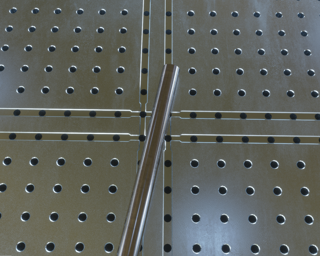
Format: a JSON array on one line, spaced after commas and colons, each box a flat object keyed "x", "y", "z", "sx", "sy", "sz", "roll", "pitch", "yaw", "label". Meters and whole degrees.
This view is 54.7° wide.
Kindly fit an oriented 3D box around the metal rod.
[{"x": -0.015, "y": 0.053, "z": 0.392, "sx": 0.025, "sy": 0.025, "sz": 0.299, "roll": 12, "pitch": 70, "yaw": 4, "label": "metal rod"}]
